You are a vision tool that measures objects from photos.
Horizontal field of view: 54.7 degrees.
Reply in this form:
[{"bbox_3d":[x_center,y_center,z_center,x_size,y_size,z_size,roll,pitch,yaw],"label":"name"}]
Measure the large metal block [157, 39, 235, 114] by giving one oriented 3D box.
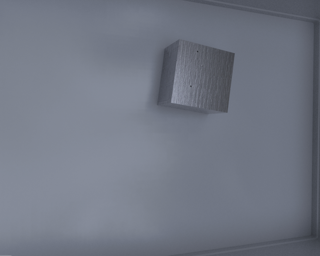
[{"bbox_3d":[0.047,-0.065,0.416,0.081,0.050,0.080,8,87,-20],"label":"large metal block"}]
